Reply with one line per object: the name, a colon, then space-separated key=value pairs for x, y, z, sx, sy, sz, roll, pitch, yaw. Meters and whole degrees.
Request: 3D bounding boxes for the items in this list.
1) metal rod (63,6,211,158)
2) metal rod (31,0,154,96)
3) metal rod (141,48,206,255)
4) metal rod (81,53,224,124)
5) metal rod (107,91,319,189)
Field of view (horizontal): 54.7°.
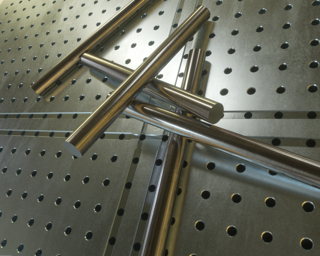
metal rod: x=-0.013 y=-0.078 z=0.405 sx=0.025 sy=0.025 sz=0.301 roll=15 pitch=51 yaw=34
metal rod: x=-0.112 y=-0.166 z=0.566 sx=0.300 sy=0.025 sz=0.025 roll=-41 pitch=51 yaw=0
metal rod: x=0.020 y=0.026 z=0.380 sx=0.025 sy=0.025 sz=0.300 roll=0 pitch=62 yaw=28
metal rod: x=-0.033 y=-0.068 z=0.444 sx=0.300 sy=0.025 sz=0.025 roll=29 pitch=78 yaw=44
metal rod: x=0.061 y=0.010 z=0.344 sx=0.300 sy=0.025 sz=0.025 roll=21 pitch=73 yaw=27
